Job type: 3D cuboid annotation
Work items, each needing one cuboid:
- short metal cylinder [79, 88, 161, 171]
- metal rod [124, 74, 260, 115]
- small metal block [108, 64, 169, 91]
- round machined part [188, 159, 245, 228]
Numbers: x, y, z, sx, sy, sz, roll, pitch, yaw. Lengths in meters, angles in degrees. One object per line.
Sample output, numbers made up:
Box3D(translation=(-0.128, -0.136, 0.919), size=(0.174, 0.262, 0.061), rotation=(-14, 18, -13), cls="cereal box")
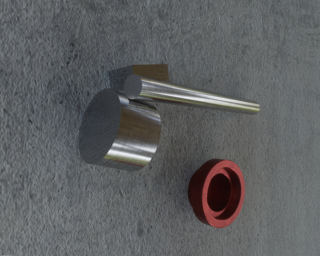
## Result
Box3D(translation=(-0.044, 0.003, 0.332), size=(0.050, 0.080, 0.080), rotation=(18, 79, -39), cls="short metal cylinder")
Box3D(translation=(0.068, -0.038, 0.424), size=(0.302, 0.025, 0.025), rotation=(2, 89, -51), cls="metal rod")
Box3D(translation=(-0.025, -0.059, 0.367), size=(0.050, 0.050, 0.025), rotation=(-11, 98, -39), cls="small metal block")
Box3D(translation=(0.080, 0.094, 0.460), size=(0.099, 0.042, 0.097), rotation=(0, 90, -40), cls="round machined part")
